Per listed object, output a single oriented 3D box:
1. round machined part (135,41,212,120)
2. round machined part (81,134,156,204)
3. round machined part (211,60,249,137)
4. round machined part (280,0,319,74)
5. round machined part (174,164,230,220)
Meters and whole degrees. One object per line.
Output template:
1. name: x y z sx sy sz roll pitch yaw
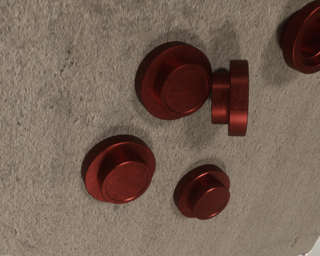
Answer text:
1. round machined part: 0.023 -0.052 0.378 0.099 0.042 0.097 -14 125 -21
2. round machined part: -0.050 0.061 0.408 0.099 0.042 0.097 -14 125 -21
3. round machined part: 0.089 -0.038 0.399 0.042 0.098 0.097 1 125 12
4. round machined part: 0.209 -0.129 0.433 0.099 0.042 0.097 -14 125 -21
5. round machined part: 0.075 0.111 0.508 0.099 0.042 0.097 -14 125 -21
